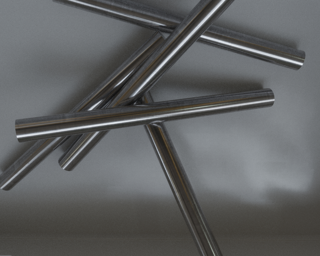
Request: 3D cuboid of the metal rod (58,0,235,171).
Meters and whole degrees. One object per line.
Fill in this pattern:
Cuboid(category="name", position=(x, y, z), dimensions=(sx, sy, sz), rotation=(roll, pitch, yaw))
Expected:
Cuboid(category="metal rod", position=(-0.030, -0.044, 0.364), dimensions=(0.025, 0.025, 0.299), rotation=(40, 115, -14))

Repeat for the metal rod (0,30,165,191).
Cuboid(category="metal rod", position=(-0.107, -0.013, 0.397), dimensions=(0.300, 0.025, 0.025), rotation=(-39, 106, 15))

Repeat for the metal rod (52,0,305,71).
Cuboid(category="metal rod", position=(0.027, -0.120, 0.367), dimensions=(0.302, 0.025, 0.025), rotation=(14, 109, -6))

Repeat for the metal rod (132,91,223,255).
Cuboid(category="metal rod", position=(0.029, 0.080, 0.378), dimensions=(0.025, 0.025, 0.299), rotation=(-25, 84, 8))

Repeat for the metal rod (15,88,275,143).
Cuboid(category="metal rod", position=(-0.005, -0.018, 0.363), dimensions=(0.302, 0.025, 0.025), rotation=(-8, 111, -14))
